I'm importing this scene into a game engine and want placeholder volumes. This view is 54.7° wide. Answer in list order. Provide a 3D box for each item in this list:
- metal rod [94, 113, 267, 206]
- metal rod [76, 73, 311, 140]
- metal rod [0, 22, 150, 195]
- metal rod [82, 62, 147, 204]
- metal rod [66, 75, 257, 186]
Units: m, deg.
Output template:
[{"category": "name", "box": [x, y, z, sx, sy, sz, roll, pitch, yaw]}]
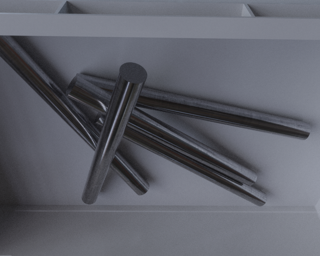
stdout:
[{"category": "metal rod", "box": [0.045, 0.050, 0.451, 0.301, 0.025, 0.025, 29, 124, -23]}, {"category": "metal rod", "box": [0.047, -0.024, 0.388, 0.302, 0.025, 0.025, 11, 129, -10]}, {"category": "metal rod", "box": [-0.101, -0.003, 0.405, 0.025, 0.025, 0.300, -24, 127, 18]}, {"category": "metal rod", "box": [-0.069, 0.032, 0.388, 0.025, 0.025, 0.298, 14, 143, -12]}, {"category": "metal rod", "box": [0.022, 0.016, 0.402, 0.301, 0.025, 0.025, 28, 125, -29]}]
